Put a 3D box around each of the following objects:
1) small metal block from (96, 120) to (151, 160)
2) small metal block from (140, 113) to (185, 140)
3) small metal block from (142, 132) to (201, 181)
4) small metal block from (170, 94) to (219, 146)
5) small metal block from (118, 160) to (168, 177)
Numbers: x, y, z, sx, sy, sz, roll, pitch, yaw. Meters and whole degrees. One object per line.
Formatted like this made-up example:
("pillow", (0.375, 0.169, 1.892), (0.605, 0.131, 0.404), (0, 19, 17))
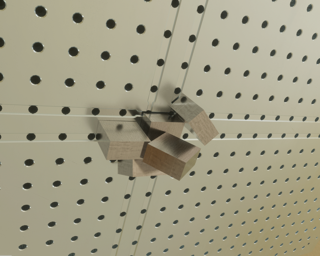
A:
("small metal block", (-0.046, 0.014, 0.378), (0.050, 0.050, 0.025), (2, 118, -29))
("small metal block", (0.000, 0.008, 0.415), (0.050, 0.025, 0.050), (1, 118, -30))
("small metal block", (0.015, 0.033, 0.377), (0.050, 0.050, 0.025), (-31, 142, -59))
("small metal block", (0.046, -0.011, 0.412), (0.025, 0.050, 0.050), (-41, 130, -1))
("small metal block", (-0.023, 0.049, 0.409), (0.050, 0.050, 0.025), (1, 86, -29))
